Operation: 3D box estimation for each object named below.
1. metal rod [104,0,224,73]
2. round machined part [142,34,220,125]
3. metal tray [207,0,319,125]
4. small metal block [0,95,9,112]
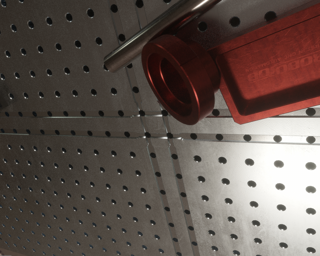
[{"bbox_3d":[0.049,-0.131,0.303,0.299,0.025,0.025,-25,105,36],"label":"metal rod"},{"bbox_3d":[0.026,-0.055,0.332,0.098,0.042,0.098,48,160,24],"label":"round machined part"},{"bbox_3d":[0.122,-0.062,0.305,0.130,0.030,0.090,-16,110,34],"label":"metal tray"},{"bbox_3d":[-0.300,-0.045,0.538,0.050,0.025,0.050,-23,106,36],"label":"small metal block"}]
